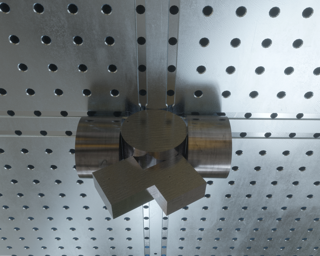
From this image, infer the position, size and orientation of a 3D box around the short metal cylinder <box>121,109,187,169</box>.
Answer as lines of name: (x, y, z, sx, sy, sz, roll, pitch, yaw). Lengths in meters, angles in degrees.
short metal cylinder: (-0.007, 0.020, 0.392, 0.081, 0.080, 0.050, 1, 130, -1)

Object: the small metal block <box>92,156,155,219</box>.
small metal block: (-0.040, 0.064, 0.343, 0.050, 0.050, 0.025, -21, 135, -24)

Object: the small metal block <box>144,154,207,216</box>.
small metal block: (0.016, 0.062, 0.347, 0.050, 0.050, 0.025, -20, 135, -24)

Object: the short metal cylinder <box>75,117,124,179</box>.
short metal cylinder: (-0.073, 0.025, 0.395, 0.050, 0.080, 0.079, 1, 130, -1)

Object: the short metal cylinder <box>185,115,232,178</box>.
short metal cylinder: (0.058, 0.024, 0.395, 0.050, 0.080, 0.079, 1, 130, 0)
